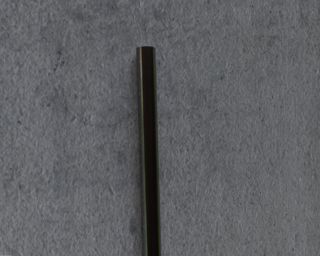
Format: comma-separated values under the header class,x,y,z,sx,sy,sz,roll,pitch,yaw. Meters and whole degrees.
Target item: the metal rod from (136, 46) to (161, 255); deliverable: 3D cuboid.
class,x,y,z,sx,sy,sz,roll,pitch,yaw
metal rod,-0.014,0.046,0.404,0.025,0.025,0.298,-2,91,-20
